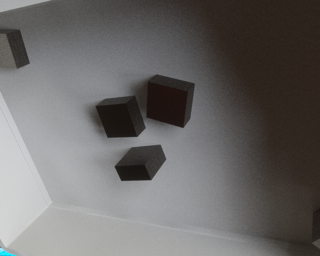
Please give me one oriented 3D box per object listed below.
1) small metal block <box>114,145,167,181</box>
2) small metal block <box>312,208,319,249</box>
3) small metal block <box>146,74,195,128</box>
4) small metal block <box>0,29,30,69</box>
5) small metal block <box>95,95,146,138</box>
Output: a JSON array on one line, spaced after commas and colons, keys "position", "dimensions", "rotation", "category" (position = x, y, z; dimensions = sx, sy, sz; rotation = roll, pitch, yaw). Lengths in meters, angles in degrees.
[{"position": [-0.027, 0.049, 0.435], "dimensions": [0.050, 0.050, 0.025], "rotation": [-7, 115, 31], "category": "small metal block"}, {"position": [0.208, 0.125, 0.360], "dimensions": [0.050, 0.050, 0.025], "rotation": [36, 129, 4], "category": "small metal block"}, {"position": [0.012, -0.033, 0.380], "dimensions": [0.050, 0.025, 0.050], "rotation": [16, 125, 18], "category": "small metal block"}, {"position": [-0.225, -0.116, 0.453], "dimensions": [0.050, 0.025, 0.050], "rotation": [9, 122, 23], "category": "small metal block"}, {"position": [-0.054, -0.015, 0.426], "dimensions": [0.050, 0.025, 0.050], "rotation": [-3, 117, 29], "category": "small metal block"}]
